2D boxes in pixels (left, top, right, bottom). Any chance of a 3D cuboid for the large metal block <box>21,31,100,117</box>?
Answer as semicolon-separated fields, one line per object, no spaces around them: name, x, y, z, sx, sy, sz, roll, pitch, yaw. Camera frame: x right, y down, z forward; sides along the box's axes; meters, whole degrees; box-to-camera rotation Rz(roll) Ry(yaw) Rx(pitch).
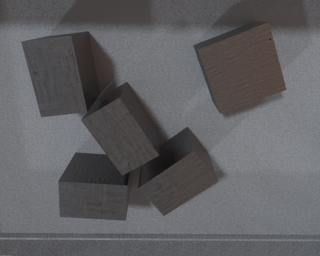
large metal block;-0.108;-0.065;0.356;0.050;0.080;0.079;-6;110;2

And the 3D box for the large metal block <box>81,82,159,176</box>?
large metal block;-0.043;-0.002;0.381;0.050;0.080;0.080;-30;108;10

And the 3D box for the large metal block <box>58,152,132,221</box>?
large metal block;-0.080;0.074;0.408;0.081;0.080;0.050;4;110;-2

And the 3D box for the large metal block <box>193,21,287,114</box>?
large metal block;0.094;-0.074;0.372;0.080;0.050;0.080;-20;109;7

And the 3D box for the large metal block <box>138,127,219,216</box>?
large metal block;0.021;0.053;0.402;0.080;0.080;0.050;-35;107;12
